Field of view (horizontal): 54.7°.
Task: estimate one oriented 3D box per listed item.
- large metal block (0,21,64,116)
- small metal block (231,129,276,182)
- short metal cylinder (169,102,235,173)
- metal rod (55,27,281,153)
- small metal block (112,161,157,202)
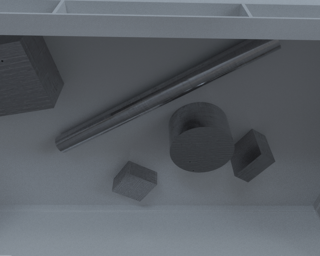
[{"bbox_3d":[-0.164,-0.062,0.337,0.080,0.050,0.080,-8,130,6],"label":"large metal block"},{"bbox_3d":[0.125,0.038,0.427,0.025,0.050,0.050,27,125,-21],"label":"small metal block"},{"bbox_3d":[0.052,0.013,0.405,0.081,0.050,0.079,0,130,0],"label":"short metal cylinder"},{"bbox_3d":[-0.006,-0.037,0.377,0.300,0.025,0.025,-25,126,19],"label":"metal rod"},{"bbox_3d":[-0.039,0.083,0.480,0.050,0.025,0.050,26,125,-21],"label":"small metal block"}]
